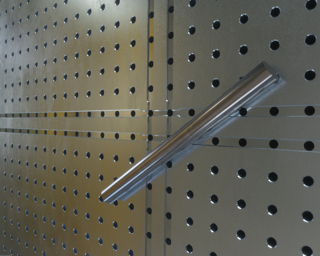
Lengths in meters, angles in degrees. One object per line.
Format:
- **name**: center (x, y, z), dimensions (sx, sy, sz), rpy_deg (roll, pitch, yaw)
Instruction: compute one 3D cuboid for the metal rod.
- **metal rod**: center (0.017, 0.023, 0.396), dimensions (0.299, 0.025, 0.025), rpy_deg (-40, 66, 32)
